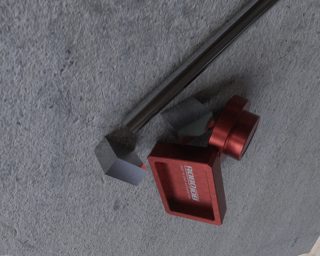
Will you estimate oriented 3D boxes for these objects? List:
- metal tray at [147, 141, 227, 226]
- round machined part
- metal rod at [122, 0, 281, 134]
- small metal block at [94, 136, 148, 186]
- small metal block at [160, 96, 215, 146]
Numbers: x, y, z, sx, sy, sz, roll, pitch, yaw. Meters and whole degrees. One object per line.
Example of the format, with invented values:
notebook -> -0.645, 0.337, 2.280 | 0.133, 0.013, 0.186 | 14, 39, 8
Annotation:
metal tray -> 0.042, 0.081, 0.440 | 0.030, 0.090, 0.129 | -59, 144, -42
round machined part -> 0.105, 0.007, 0.429 | 0.098, 0.042, 0.097 | -50, 155, -33
metal rod -> 0.071, -0.103, 0.383 | 0.300, 0.025, 0.025 | -43, 130, 1
small metal block -> -0.050, 0.042, 0.391 | 0.050, 0.050, 0.025 | 30, 102, -38
small metal block -> 0.036, -0.011, 0.405 | 0.050, 0.050, 0.025 | -30, 129, -10
